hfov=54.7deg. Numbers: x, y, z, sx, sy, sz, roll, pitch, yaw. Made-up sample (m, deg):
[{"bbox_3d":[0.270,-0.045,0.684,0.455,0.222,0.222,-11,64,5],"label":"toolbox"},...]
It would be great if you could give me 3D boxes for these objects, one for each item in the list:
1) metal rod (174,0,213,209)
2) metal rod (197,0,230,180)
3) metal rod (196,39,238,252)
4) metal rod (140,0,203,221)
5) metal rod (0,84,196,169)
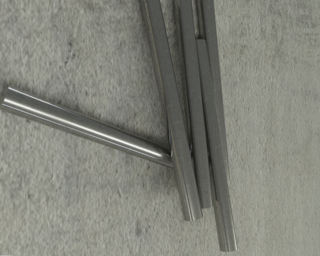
[{"bbox_3d":[0.044,-0.043,0.423,0.025,0.025,0.298,-3,86,-40],"label":"metal rod"},{"bbox_3d":[0.082,-0.067,0.475,0.025,0.025,0.298,-11,97,-40],"label":"metal rod"},{"bbox_3d":[0.075,0.022,0.444,0.025,0.025,0.298,-5,85,-40],"label":"metal rod"},{"bbox_3d":[0.013,-0.032,0.395,0.025,0.025,0.298,-12,91,-40],"label":"metal rod"},{"bbox_3d":[-0.035,0.019,0.376,0.302,0.025,0.025,24,75,-38],"label":"metal rod"}]
